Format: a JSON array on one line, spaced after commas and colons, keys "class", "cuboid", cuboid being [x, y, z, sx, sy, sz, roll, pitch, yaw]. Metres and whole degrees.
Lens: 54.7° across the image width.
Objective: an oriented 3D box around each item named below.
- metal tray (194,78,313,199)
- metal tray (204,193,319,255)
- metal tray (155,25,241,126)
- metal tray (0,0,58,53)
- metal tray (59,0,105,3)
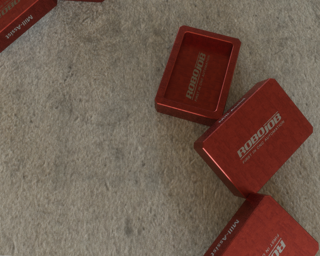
[{"class": "metal tray", "cuboid": [0.118, 0.012, 0.386, 0.130, 0.030, 0.090, -42, 97, -14]}, {"class": "metal tray", "cuboid": [0.102, 0.148, 0.337, 0.090, 0.030, 0.130, 45, 74, -7]}, {"class": "metal tray", "cuboid": [0.054, -0.074, 0.433, 0.090, 0.030, 0.130, 16, 71, 5]}, {"class": "metal tray", "cuboid": [-0.227, -0.176, 0.450, 0.130, 0.030, 0.090, -40, 75, 1]}, {"class": "metal tray", "cuboid": [-0.129, -0.267, 0.501, 0.091, 0.030, 0.130, 4, 70, 1]}]
